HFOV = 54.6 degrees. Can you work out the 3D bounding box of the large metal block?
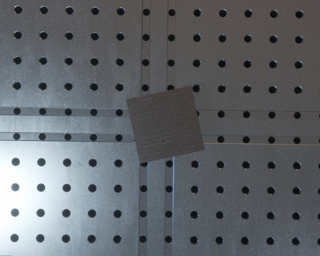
[{"bbox_3d":[0.007,-0.004,0.400,0.080,0.050,0.080,-12,90,0],"label":"large metal block"}]
